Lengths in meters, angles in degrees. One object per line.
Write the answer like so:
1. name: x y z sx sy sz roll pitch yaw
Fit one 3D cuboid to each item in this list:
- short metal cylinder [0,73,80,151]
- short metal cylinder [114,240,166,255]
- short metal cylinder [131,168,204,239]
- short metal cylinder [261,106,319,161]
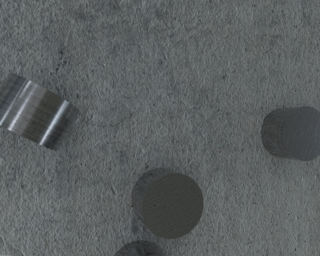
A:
1. short metal cylinder: -0.134 -0.016 0.330 0.080 0.080 0.050 30 80 -18
2. short metal cylinder: -0.021 0.190 0.388 0.081 0.050 0.080 0 90 -20
3. short metal cylinder: 0.008 0.095 0.399 0.081 0.050 0.080 0 90 -20
4. short metal cylinder: 0.203 0.008 0.470 0.081 0.050 0.080 0 90 -20
